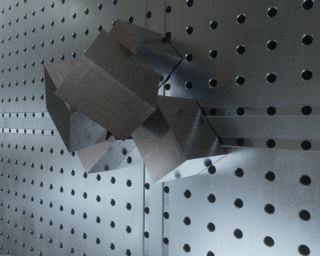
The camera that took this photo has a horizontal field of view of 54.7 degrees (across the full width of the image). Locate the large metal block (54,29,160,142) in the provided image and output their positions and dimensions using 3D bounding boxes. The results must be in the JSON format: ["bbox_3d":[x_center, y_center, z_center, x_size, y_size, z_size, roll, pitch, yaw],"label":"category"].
[{"bbox_3d":[-0.048,-0.046,0.319,0.050,0.080,0.080,-44,21,26],"label":"large metal block"}]

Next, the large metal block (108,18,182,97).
[{"bbox_3d":[-0.033,-0.082,0.397,0.080,0.081,0.050,-49,61,29],"label":"large metal block"}]

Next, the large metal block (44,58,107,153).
[{"bbox_3d":[-0.106,-0.029,0.392,0.080,0.050,0.079,55,147,25],"label":"large metal block"}]

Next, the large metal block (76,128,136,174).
[{"bbox_3d":[-0.085,0.010,0.460,0.080,0.050,0.080,-47,63,29],"label":"large metal block"}]

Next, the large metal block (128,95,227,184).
[{"bbox_3d":[0.019,0.011,0.355,0.050,0.081,0.080,-41,65,32],"label":"large metal block"}]
